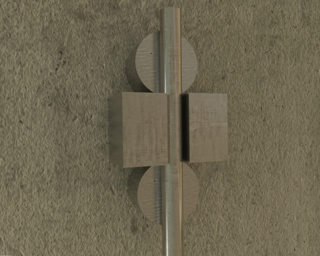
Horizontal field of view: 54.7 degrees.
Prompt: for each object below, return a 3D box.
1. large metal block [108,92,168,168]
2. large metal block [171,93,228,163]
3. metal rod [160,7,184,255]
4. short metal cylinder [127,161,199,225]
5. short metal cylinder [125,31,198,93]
[{"bbox_3d":[-0.029,0.001,0.370,0.050,0.080,0.080,-1,90,-20],"label":"large metal block"},{"bbox_3d":[0.043,-0.001,0.397,0.050,0.080,0.080,-1,90,-20],"label":"large metal block"},{"bbox_3d":[0.014,0.013,0.362,0.025,0.025,0.298,-1,90,-20],"label":"metal rod"},{"bbox_3d":[0.003,0.078,0.399,0.081,0.050,0.080,0,90,-20],"label":"short metal cylinder"},{"bbox_3d":[0.001,-0.078,0.397,0.081,0.050,0.080,0,90,-20],"label":"short metal cylinder"}]
